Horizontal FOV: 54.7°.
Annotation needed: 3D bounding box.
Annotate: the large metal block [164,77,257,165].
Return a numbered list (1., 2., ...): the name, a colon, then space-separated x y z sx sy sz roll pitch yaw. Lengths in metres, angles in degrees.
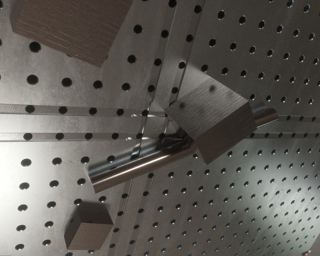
1. large metal block: 0.065 -0.012 0.406 0.080 0.080 0.050 -35 129 -6

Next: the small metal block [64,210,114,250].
1. small metal block: -0.103 0.149 0.448 0.050 0.025 0.050 17 109 -36

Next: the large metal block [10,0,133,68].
1. large metal block: -0.079 -0.113 0.283 0.081 0.050 0.080 18 109 -36

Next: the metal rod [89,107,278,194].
1. metal rod: 0.046 0.027 0.454 0.302 0.025 0.025 -20 126 -17
